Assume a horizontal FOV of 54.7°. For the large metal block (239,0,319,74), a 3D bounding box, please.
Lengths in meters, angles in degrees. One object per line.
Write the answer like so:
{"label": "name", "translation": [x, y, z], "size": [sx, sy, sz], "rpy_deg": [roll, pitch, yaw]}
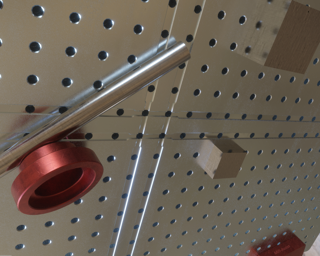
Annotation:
{"label": "large metal block", "translation": [0.165, -0.123, 0.412], "size": [0.081, 0.050, 0.079], "rpy_deg": [3, 117, -30]}

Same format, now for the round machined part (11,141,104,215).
{"label": "round machined part", "translation": [-0.118, 0.053, 0.353], "size": [0.099, 0.042, 0.098], "rpy_deg": [-29, 154, -16]}

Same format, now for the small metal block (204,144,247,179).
{"label": "small metal block", "translation": [0.107, 0.055, 0.506], "size": [0.050, 0.025, 0.050], "rpy_deg": [2, 118, -30]}

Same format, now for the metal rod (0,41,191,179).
{"label": "metal rod", "translation": [-0.096, -0.012, 0.352], "size": [0.301, 0.025, 0.025], "rpy_deg": [-33, 129, -7]}

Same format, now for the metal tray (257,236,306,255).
{"label": "metal tray", "translation": [0.303, 0.337, 0.787], "size": [0.131, 0.030, 0.089], "rpy_deg": [-16, 125, -20]}
